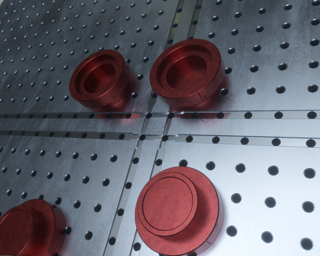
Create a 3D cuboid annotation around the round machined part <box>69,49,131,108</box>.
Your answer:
[{"bbox_3d":[-0.089,-0.072,0.486,0.098,0.042,0.098,-13,56,20],"label":"round machined part"}]

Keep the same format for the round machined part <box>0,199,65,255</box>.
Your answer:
[{"bbox_3d":[-0.177,0.140,0.402,0.098,0.042,0.098,-13,56,20],"label":"round machined part"}]

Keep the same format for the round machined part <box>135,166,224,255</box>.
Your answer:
[{"bbox_3d":[0.016,0.087,0.335,0.098,0.042,0.098,-13,56,20],"label":"round machined part"}]

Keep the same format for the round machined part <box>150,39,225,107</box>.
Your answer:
[{"bbox_3d":[0.039,-0.069,0.418,0.098,0.042,0.098,-13,56,20],"label":"round machined part"}]
